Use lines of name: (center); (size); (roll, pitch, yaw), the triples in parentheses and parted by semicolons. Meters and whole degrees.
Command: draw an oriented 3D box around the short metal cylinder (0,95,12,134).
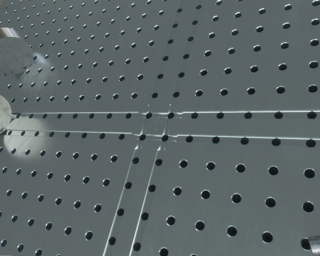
short metal cylinder: (-0.317, -0.027, 0.552); (0.050, 0.080, 0.080); (12, 68, 33)

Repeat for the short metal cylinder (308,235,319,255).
short metal cylinder: (0.146, 0.117, 0.224); (0.050, 0.080, 0.080); (-16, 55, 19)

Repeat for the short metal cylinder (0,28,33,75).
short metal cylinder: (-0.306, -0.155, 0.625); (0.080, 0.080, 0.050); (-43, 51, -2)
